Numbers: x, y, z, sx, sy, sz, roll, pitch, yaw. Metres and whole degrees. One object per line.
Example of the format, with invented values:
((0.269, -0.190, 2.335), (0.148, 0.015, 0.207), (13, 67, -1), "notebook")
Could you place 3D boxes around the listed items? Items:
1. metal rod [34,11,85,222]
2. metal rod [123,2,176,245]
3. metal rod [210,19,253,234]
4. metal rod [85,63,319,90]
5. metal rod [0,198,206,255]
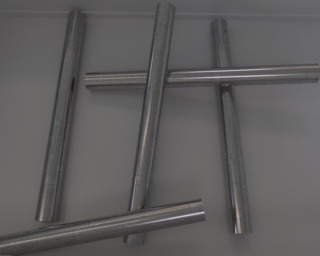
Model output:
((-0.131, -0.029, 0.419), (0.025, 0.025, 0.299), (2, 70, 1), "metal rod")
((-0.011, -0.013, 0.384), (0.025, 0.025, 0.299), (7, 81, 2), "metal rod")
((0.092, -0.016, 0.415), (0.025, 0.025, 0.299), (-1, 70, -1), "metal rod")
((0.049, -0.067, 0.412), (0.301, 0.025, 0.025), (-1, 70, 8), "metal rod")
((-0.100, 0.118, 0.344), (0.302, 0.025, 0.025), (-12, 70, 4), "metal rod")
